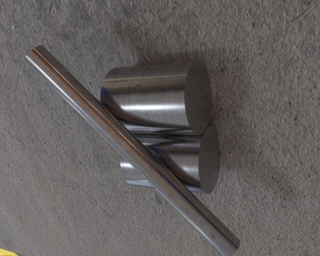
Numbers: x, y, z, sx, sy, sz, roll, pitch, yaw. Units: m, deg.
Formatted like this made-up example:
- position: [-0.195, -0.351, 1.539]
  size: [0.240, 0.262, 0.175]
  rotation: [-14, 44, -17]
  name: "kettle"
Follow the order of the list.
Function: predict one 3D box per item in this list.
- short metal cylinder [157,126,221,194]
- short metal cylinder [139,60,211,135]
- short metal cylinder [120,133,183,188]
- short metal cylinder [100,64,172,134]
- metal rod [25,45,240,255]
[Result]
- position: [0.037, 0.037, 0.376]
  size: [0.050, 0.080, 0.080]
  rotation: [1, 119, 28]
  name: "short metal cylinder"
- position: [0.020, -0.032, 0.343]
  size: [0.050, 0.080, 0.080]
  rotation: [1, 119, 28]
  name: "short metal cylinder"
- position: [-0.007, 0.037, 0.400]
  size: [0.050, 0.080, 0.080]
  rotation: [1, 119, 28]
  name: "short metal cylinder"
- position: [-0.025, -0.033, 0.365]
  size: [0.050, 0.080, 0.080]
  rotation: [1, 119, 28]
  name: "short metal cylinder"
- position: [-0.026, 0.028, 0.336]
  size: [0.300, 0.025, 0.025]
  rotation: [45, 129, -4]
  name: "metal rod"
